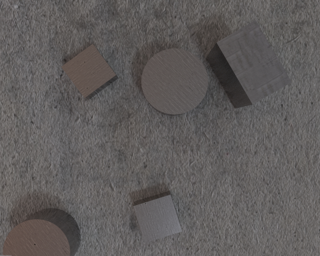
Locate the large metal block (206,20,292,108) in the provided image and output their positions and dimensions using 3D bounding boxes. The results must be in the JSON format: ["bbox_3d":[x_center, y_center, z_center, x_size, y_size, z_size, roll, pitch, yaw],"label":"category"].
[{"bbox_3d":[0.105,-0.073,0.383,0.050,0.080,0.080,-30,90,0],"label":"large metal block"}]

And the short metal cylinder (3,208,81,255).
[{"bbox_3d":[-0.148,0.149,0.396,0.081,0.050,0.080,0,90,0],"label":"short metal cylinder"}]

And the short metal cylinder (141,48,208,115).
[{"bbox_3d":[0.018,-0.056,0.398,0.081,0.050,0.080,0,90,0],"label":"short metal cylinder"}]

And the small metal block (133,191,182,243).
[{"bbox_3d":[-0.003,0.117,0.410,0.050,0.025,0.050,-17,90,0],"label":"small metal block"}]

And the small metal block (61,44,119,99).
[{"bbox_3d":[-0.091,-0.073,0.409,0.050,0.025,0.050,-37,90,0],"label":"small metal block"}]
